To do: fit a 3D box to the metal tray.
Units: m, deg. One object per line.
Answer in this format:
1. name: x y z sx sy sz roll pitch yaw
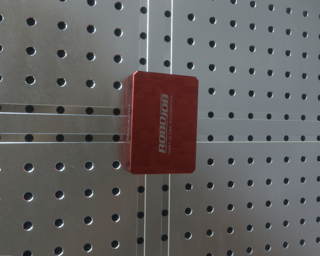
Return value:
1. metal tray: 0.002 -0.006 0.411 0.091 0.030 0.129 2 89 -21
